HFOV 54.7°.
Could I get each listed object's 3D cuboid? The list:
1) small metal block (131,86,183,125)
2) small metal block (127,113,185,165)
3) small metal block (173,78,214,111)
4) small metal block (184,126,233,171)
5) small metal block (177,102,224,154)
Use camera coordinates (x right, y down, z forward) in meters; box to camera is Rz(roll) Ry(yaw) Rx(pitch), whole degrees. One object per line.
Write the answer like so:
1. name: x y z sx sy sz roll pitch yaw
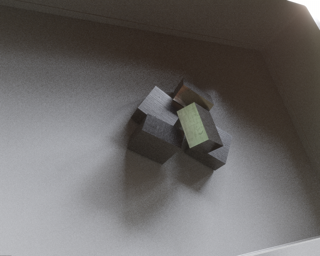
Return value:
1. small metal block: -0.002 -0.020 0.415 0.050 0.025 0.050 37 51 -4
2. small metal block: -0.006 0.015 0.376 0.050 0.050 0.025 26 53 -13
3. small metal block: 0.047 -0.043 0.443 0.050 0.025 0.050 32 19 -8
4. small metal block: 0.068 0.022 0.428 0.050 0.025 0.050 31 52 -9
5. small metal block: 0.051 0.001 0.385 0.050 0.025 0.050 22 45 -57
